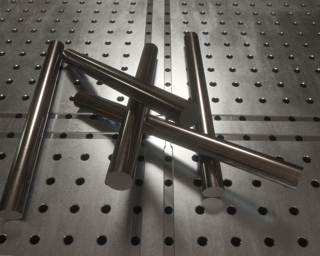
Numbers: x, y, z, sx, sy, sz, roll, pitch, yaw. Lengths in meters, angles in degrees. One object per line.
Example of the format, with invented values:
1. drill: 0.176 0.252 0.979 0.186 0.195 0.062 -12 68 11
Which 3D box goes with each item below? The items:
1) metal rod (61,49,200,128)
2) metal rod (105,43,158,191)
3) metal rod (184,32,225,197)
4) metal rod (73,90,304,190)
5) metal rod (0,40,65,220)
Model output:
1. metal rod: -0.060 -0.064 0.397 0.025 0.025 0.300 -31 37 -24
2. metal rod: -0.026 -0.041 0.398 0.025 0.025 0.300 3 37 2
3. metal rod: 0.057 -0.043 0.444 0.025 0.025 0.300 -1 50 -1
4. metal rod: 0.014 0.005 0.378 0.301 0.025 0.025 20 52 25
5. metal rod: -0.166 -0.022 0.424 0.025 0.025 0.300 -2 50 -2
